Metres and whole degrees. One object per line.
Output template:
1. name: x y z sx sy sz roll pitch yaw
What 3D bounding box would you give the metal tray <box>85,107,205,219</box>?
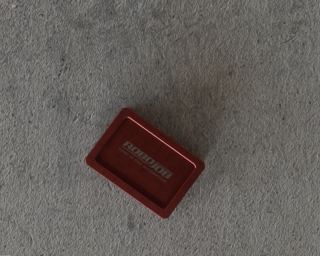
1. metal tray: -0.019 0.045 0.408 0.130 0.030 0.090 36 90 -1
